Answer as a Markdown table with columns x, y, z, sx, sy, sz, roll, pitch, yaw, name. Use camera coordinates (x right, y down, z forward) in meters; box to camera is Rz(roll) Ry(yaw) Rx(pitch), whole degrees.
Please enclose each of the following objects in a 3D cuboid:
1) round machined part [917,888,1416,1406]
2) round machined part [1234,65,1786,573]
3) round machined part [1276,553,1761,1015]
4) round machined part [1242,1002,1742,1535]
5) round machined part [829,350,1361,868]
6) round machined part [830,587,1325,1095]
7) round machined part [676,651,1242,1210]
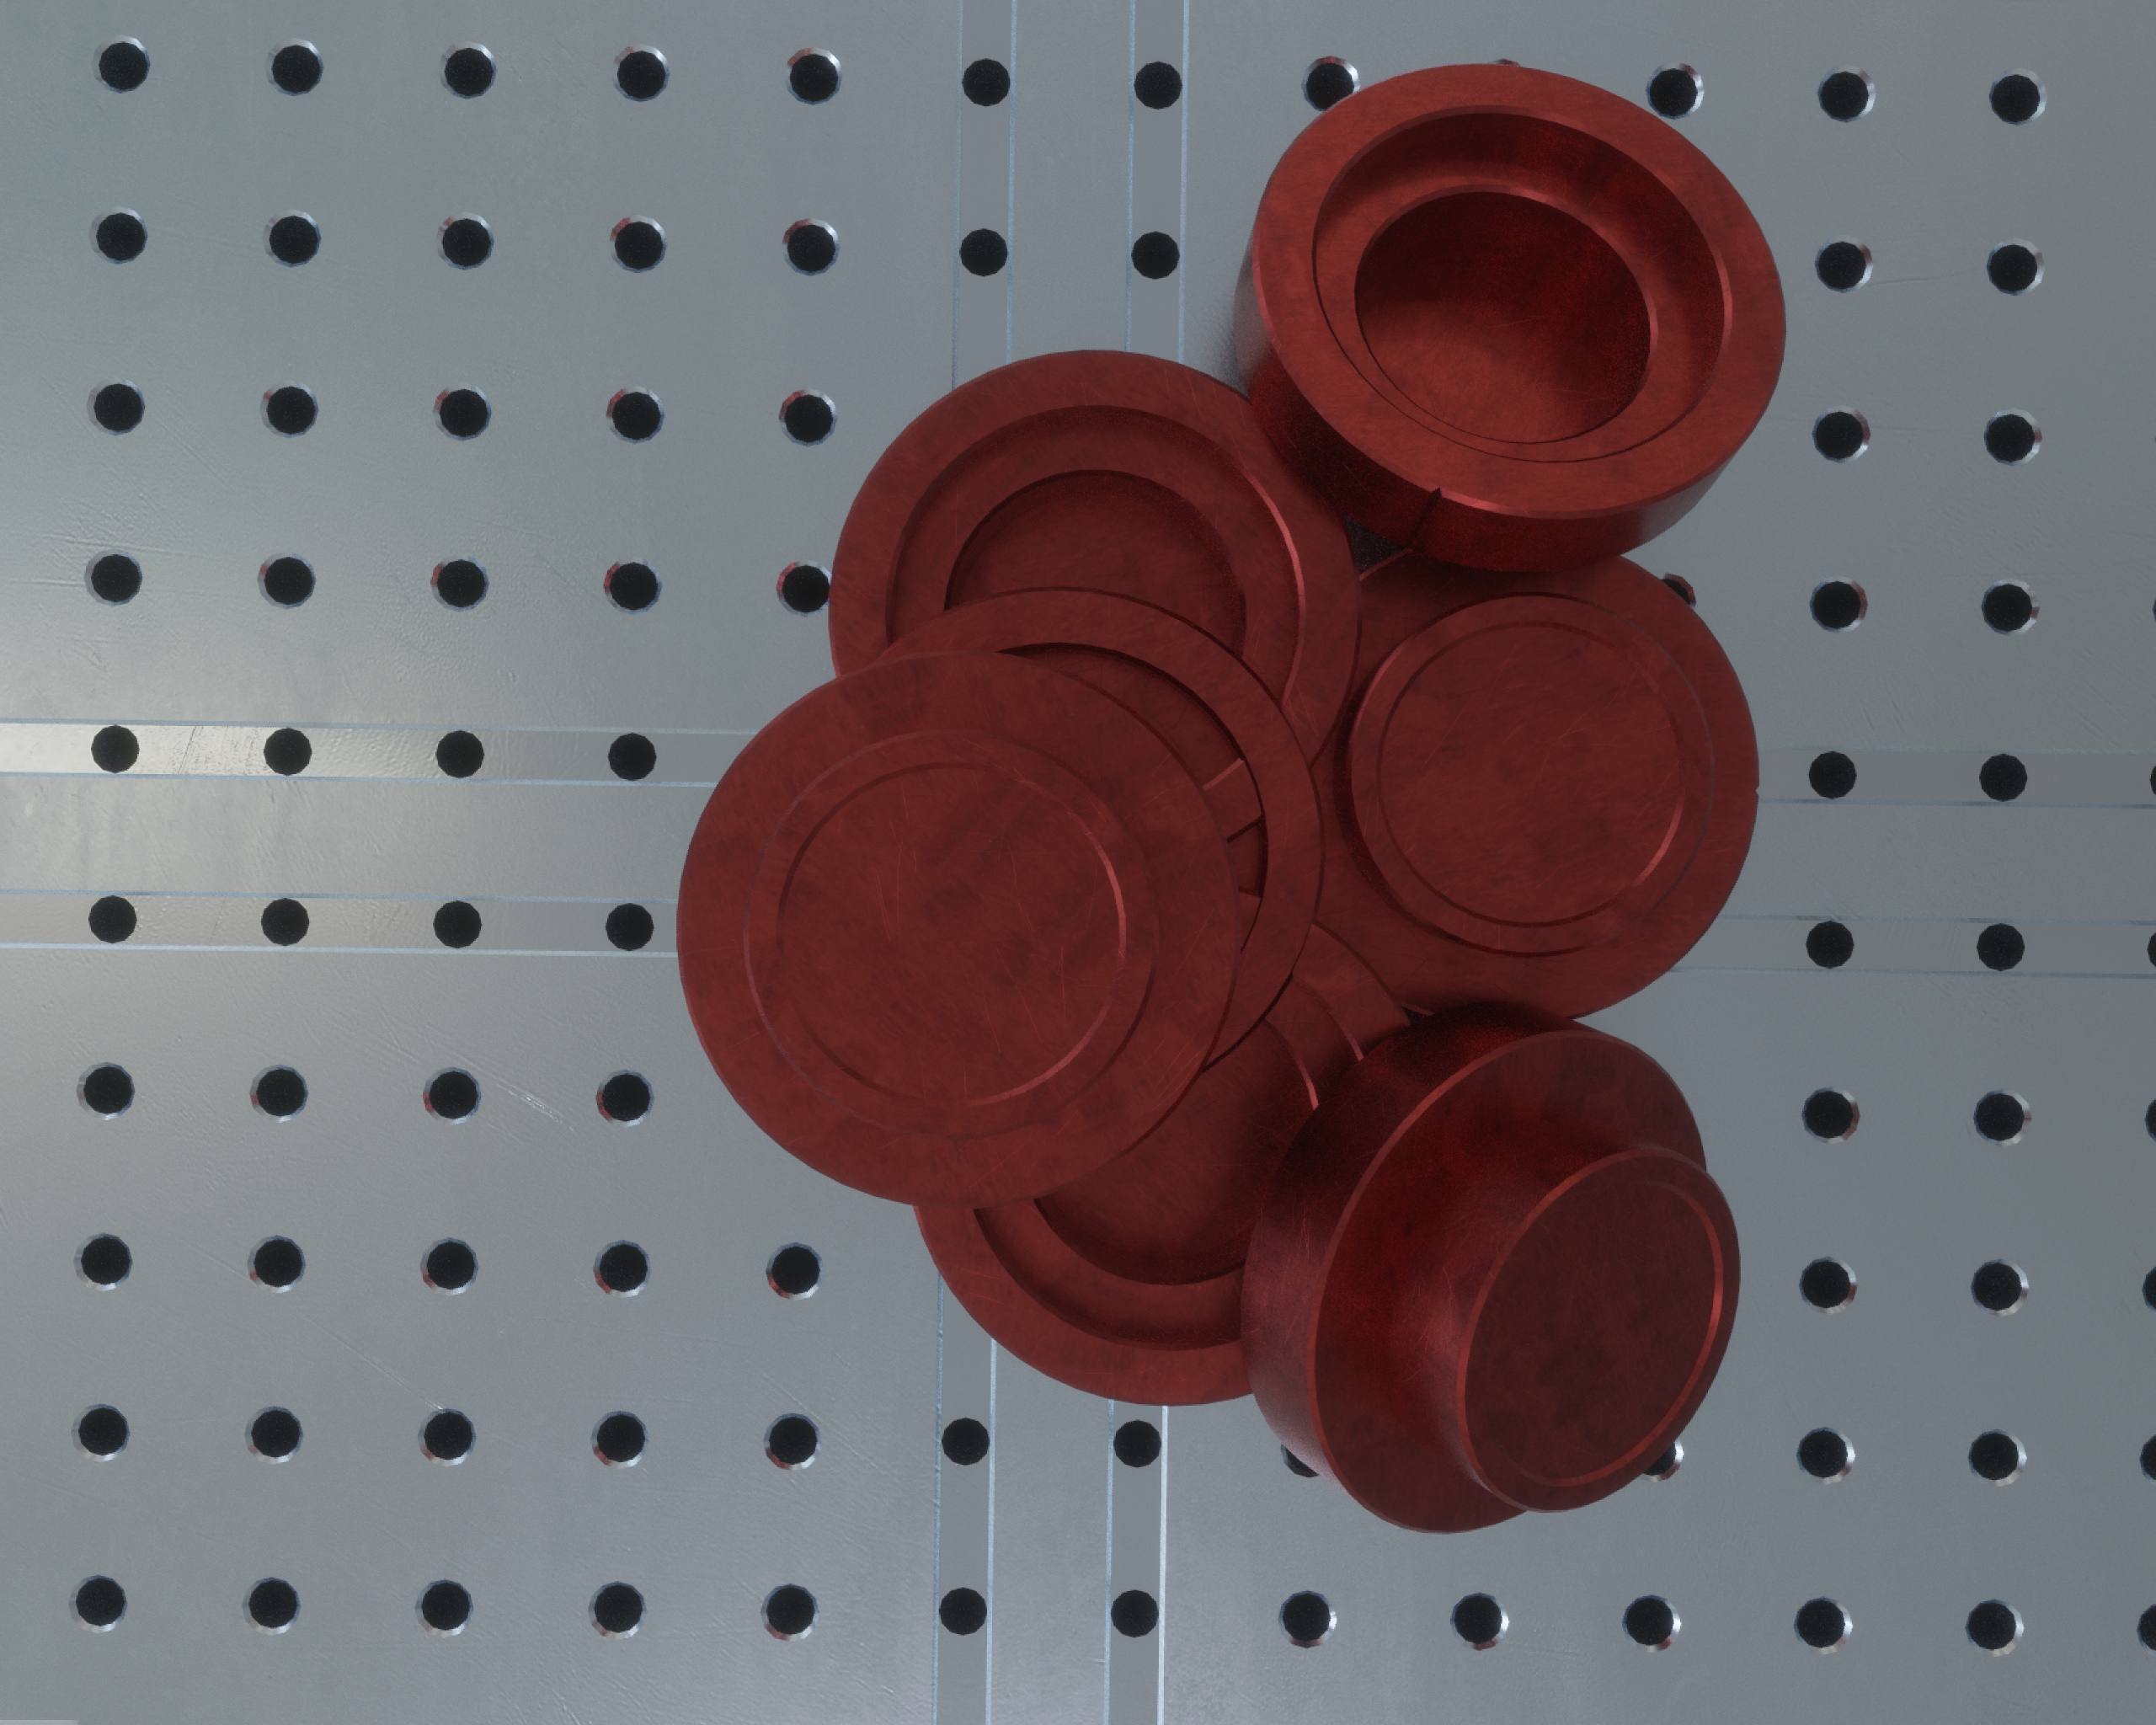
| x | y | z | sx | sy | sz | roll | pitch | yaw | name |
| --- | --- | --- | --- | --- | --- | --- | --- | --- | --- |
| 0.018 | 0.051 | 0.405 | 0.099 | 0.042 | 0.097 | 0 | 90 | 0 | round machined part |
| 0.078 | -0.097 | 0.394 | 0.099 | 0.042 | 0.098 | 2 | 69 | -6 | round machined part |
| 0.084 | -0.016 | 0.405 | 0.099 | 0.042 | 0.097 | 0 | 90 | 0 | round machined part |
| 0.082 | 0.078 | 0.381 | 0.099 | 0.042 | 0.097 | -9 | 108 | -31 | round machined part |
| 0.003 | -0.046 | 0.405 | 0.099 | 0.042 | 0.097 | 0 | 90 | 0 | round machined part |
| -0.004 | -0.002 | 0.404 | 0.099 | 0.042 | 0.097 | 0 | 90 | 0 | round machined part |
| -0.021 | 0.012 | 0.362 | 0.099 | 0.042 | 0.097 | 0 | 90 | 0 | round machined part |
